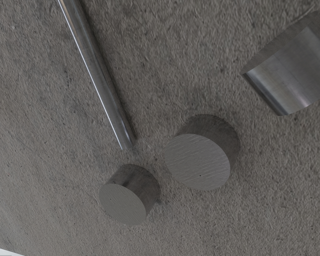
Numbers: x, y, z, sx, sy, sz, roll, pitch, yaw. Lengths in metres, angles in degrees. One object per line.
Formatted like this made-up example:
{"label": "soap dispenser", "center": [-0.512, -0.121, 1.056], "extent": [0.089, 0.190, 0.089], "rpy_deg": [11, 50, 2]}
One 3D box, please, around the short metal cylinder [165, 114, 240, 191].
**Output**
{"label": "short metal cylinder", "center": [0.053, 0.029, 0.381], "extent": [0.080, 0.050, 0.079], "rpy_deg": [13, 124, 21]}

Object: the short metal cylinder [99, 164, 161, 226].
{"label": "short metal cylinder", "center": [-0.046, 0.103, 0.479], "extent": [0.080, 0.050, 0.079], "rpy_deg": [13, 124, 21]}

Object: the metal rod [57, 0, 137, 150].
{"label": "metal rod", "center": [-0.092, -0.106, 0.390], "extent": [0.025, 0.025, 0.298], "rpy_deg": [-6, 116, 31]}

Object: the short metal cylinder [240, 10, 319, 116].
{"label": "short metal cylinder", "center": [0.119, -0.056, 0.274], "extent": [0.050, 0.080, 0.080], "rpy_deg": [48, 129, -5]}
